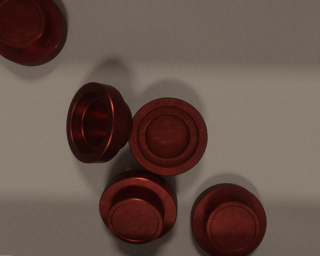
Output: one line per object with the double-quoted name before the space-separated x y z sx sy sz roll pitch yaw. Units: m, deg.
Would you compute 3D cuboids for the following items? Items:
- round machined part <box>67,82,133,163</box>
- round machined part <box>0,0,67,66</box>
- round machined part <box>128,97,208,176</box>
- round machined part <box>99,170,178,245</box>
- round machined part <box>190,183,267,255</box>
"round machined part" -0.072 -0.005 0.385 0.098 0.042 0.097 -5 83 43
"round machined part" -0.175 -0.132 0.401 0.099 0.042 0.097 0 90 -1
"round machined part" 0.010 0.011 0.403 0.099 0.042 0.097 0 90 -1
"round machined part" -0.028 0.105 0.386 0.099 0.042 0.097 2 112 4
"round machined part" 0.091 0.124 0.404 0.099 0.042 0.097 0 90 -1
